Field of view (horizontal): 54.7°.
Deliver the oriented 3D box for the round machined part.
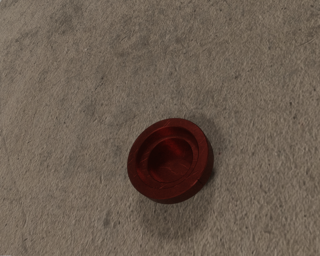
[{"bbox_3d":[0.015,0.041,0.359,0.098,0.042,0.098,-13,56,20],"label":"round machined part"}]
